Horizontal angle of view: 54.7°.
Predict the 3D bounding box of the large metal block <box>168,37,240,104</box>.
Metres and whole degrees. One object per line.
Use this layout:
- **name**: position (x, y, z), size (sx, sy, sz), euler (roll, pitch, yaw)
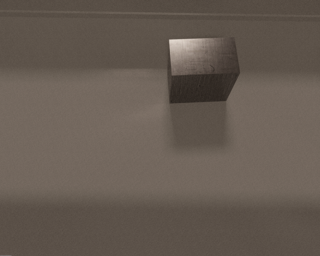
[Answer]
- **large metal block**: position (0.052, -0.073, 0.408), size (0.081, 0.080, 0.050), euler (-3, 70, -1)
